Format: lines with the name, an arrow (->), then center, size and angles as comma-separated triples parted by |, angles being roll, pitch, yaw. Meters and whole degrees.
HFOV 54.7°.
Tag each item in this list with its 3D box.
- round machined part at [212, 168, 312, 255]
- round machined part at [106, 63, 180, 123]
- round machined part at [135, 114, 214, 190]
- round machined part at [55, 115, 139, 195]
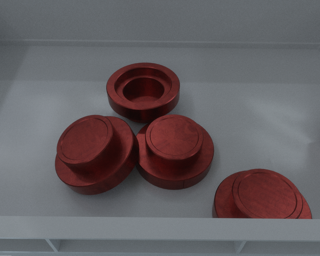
round machined part -> 0.106, 0.081, 0.320 | 0.099, 0.042, 0.098 | 0, 43, 0
round machined part -> -0.022, -0.045, 0.430 | 0.099, 0.042, 0.098 | 0, 47, 1
round machined part -> 0.017, 0.022, 0.376 | 0.099, 0.042, 0.098 | 0, 50, 0
round machined part -> -0.077, 0.023, 0.356 | 0.098, 0.042, 0.098 | -11, 49, 13
